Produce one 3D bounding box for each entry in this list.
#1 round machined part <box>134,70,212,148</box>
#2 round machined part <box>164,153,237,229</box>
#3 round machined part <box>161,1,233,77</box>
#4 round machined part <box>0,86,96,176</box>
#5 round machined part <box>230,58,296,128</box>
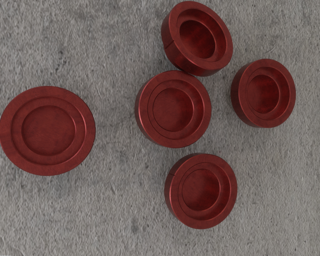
[{"bbox_3d":[0.014,-0.024,0.405,0.099,0.042,0.097,0,90,-20],"label":"round machined part"},{"bbox_3d":[0.051,0.082,0.419,0.099,0.042,0.097,0,90,-20],"label":"round machined part"},{"bbox_3d":[0.044,-0.111,0.405,0.099,0.042,0.098,10,68,-27],"label":"round machined part"},{"bbox_3d":[-0.126,0.003,0.353,0.099,0.042,0.097,0,90,-20],"label":"round machined part"},{"bbox_3d":[0.145,-0.049,0.453,0.099,0.042,0.097,0,90,-20],"label":"round machined part"}]
